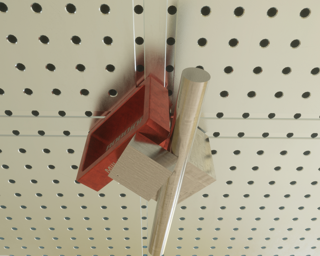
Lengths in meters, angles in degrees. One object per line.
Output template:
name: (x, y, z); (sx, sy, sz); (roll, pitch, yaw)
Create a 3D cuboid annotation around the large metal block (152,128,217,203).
large metal block: (0.022, 0.047, 0.412); (0.050, 0.080, 0.080); (36, 121, -27)

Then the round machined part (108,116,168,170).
round machined part: (-0.022, 0.027, 0.392); (0.042, 0.098, 0.098); (35, 122, -26)

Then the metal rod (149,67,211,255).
metal rod: (0.013, 0.066, 0.363); (0.025, 0.025, 0.298); (5, 130, -5)

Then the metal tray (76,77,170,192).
metal tray: (-0.045, 0.008, 0.375); (0.030, 0.090, 0.130); (36, 121, -27)

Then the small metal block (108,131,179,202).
small metal block: (-0.017, 0.040, 0.317); (0.050, 0.025, 0.050); (33, 123, -3)
